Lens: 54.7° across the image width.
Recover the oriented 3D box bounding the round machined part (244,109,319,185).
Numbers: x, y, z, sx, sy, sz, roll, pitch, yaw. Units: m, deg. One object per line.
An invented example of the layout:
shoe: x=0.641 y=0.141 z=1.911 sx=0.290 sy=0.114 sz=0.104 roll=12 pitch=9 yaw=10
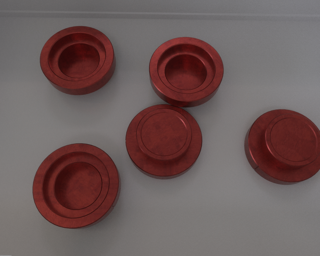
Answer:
round machined part: x=0.162 y=0.020 z=0.394 sx=0.099 sy=0.042 sz=0.098 roll=0 pitch=70 yaw=0

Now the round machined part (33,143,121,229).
round machined part: x=-0.096 y=0.071 z=0.374 sx=0.099 sy=0.042 sz=0.098 roll=0 pitch=70 yaw=0

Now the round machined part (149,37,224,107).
round machined part: x=0.035 y=-0.073 z=0.427 sx=0.099 sy=0.042 sz=0.098 roll=0 pitch=70 yaw=0

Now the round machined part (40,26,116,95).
round machined part: x=-0.111 y=-0.089 z=0.432 sx=0.099 sy=0.042 sz=0.098 roll=0 pitch=70 yaw=0

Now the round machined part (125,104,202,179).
round machined part: x=0.005 y=0.014 z=0.396 sx=0.099 sy=0.042 sz=0.098 roll=0 pitch=70 yaw=0
